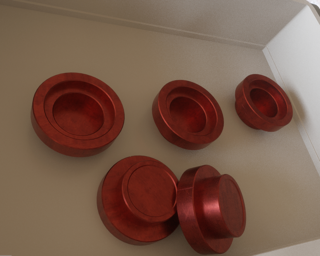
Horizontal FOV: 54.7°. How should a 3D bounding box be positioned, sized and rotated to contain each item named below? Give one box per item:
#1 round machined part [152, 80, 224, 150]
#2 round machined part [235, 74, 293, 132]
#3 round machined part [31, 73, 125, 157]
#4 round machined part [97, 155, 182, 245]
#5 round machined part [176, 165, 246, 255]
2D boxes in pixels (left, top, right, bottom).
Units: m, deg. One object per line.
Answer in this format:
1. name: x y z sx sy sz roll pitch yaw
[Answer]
1. round machined part: 0.034 -0.014 0.421 0.099 0.042 0.098 14 56 -21
2. round machined part: 0.163 -0.036 0.504 0.099 0.042 0.098 14 56 -21
3. round machined part: -0.094 -0.011 0.351 0.099 0.042 0.098 14 56 -21
4. round machined part: -0.016 0.074 0.341 0.099 0.042 0.098 14 56 -21
5. round machined part: 0.063 0.089 0.348 0.098 0.042 0.098 32 49 -45
